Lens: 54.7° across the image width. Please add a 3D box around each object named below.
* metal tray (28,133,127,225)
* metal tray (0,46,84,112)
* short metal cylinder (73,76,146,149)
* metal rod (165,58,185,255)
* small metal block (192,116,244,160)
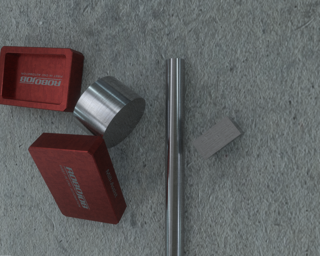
[{"bbox_3d":[-0.103,0.068,0.404,0.090,0.030,0.129,3,127,19],"label":"metal tray"},{"bbox_3d":[-0.183,-0.074,0.468,0.130,0.030,0.089,7,92,19],"label":"metal tray"},{"bbox_3d":[-0.064,-0.020,0.401,0.050,0.080,0.080,38,102,16],"label":"short metal cylinder"},{"bbox_3d":[0.019,0.061,0.401,0.025,0.025,0.298,0,90,19],"label":"metal rod"},{"bbox_3d":[0.071,0.011,0.370,0.050,0.050,0.025,-39,78,15],"label":"small metal block"}]
